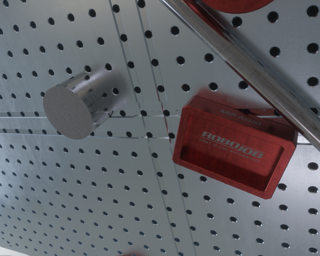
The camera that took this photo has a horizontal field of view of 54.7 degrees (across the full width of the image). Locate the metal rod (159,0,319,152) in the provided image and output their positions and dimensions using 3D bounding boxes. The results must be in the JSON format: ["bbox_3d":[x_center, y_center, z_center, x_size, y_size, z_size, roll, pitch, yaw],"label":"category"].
[{"bbox_3d":[0.112,-0.045,0.324,0.300,0.025,0.025,43,129,-2],"label":"metal rod"}]

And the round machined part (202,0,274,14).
[{"bbox_3d":[0.073,-0.153,0.267,0.098,0.042,0.097,13,124,21],"label":"round machined part"}]

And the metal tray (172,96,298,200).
[{"bbox_3d":[0.086,0.024,0.377,0.130,0.030,0.089,20,126,16],"label":"metal tray"}]

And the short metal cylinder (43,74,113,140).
[{"bbox_3d":[-0.115,-0.030,0.437,0.080,0.050,0.079,13,124,21],"label":"short metal cylinder"}]
